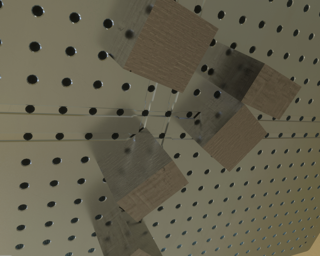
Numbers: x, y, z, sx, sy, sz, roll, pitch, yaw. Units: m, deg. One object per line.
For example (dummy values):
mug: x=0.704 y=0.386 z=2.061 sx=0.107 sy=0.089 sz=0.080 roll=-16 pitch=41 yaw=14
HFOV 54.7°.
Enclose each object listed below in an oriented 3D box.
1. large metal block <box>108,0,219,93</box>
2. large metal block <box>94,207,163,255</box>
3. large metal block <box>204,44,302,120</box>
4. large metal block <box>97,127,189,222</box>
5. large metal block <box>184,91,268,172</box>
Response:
large metal block: x=0.003 y=-0.095 z=0.339 sx=0.081 sy=0.050 sz=0.080 roll=17 pitch=109 yaw=-36
large metal block: x=-0.044 y=0.179 z=0.464 sx=0.050 sy=0.080 sz=0.080 roll=-41 pitch=130 yaw=-1
large metal block: x=0.120 y=-0.060 z=0.406 sx=0.081 sy=0.080 sz=0.050 roll=18 pitch=109 yaw=-36
large metal block: x=-0.024 y=0.058 z=0.400 sx=0.080 sy=0.080 sz=0.050 roll=-37 pitch=130 yaw=-4
large metal block: x=0.097 y=0.005 z=0.454 sx=0.080 sy=0.050 sz=0.080 roll=-47 pitch=130 yaw=4
